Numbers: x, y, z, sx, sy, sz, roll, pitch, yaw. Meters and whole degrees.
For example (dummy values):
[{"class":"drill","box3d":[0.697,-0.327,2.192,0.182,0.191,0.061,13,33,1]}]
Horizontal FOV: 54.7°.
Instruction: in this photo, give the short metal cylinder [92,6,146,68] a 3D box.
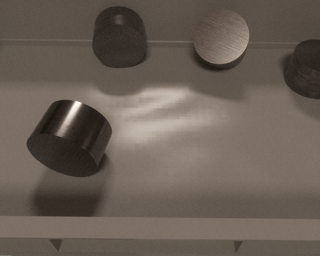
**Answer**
[{"class":"short metal cylinder","box3d":[-0.064,-0.142,0.488,0.081,0.080,0.050,-3,50,-3]}]

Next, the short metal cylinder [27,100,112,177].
[{"class":"short metal cylinder","box3d":[-0.102,0.014,0.357,0.080,0.080,0.050,11,51,8]}]

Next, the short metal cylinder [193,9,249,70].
[{"class":"short metal cylinder","box3d":[0.094,-0.134,0.476,0.080,0.050,0.079,0,91,13]}]

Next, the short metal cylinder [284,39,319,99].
[{"class":"short metal cylinder","box3d":[0.237,-0.089,0.467,0.081,0.050,0.080,0,50,0]}]
